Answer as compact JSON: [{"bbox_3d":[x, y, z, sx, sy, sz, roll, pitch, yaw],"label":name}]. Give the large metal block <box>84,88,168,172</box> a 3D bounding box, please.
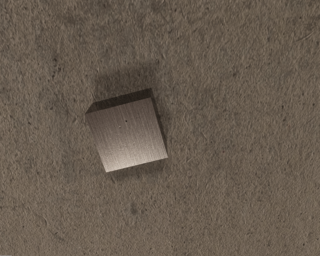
[{"bbox_3d":[-0.039,0.002,0.397,0.080,0.050,0.080,-14,110,4],"label":"large metal block"}]
